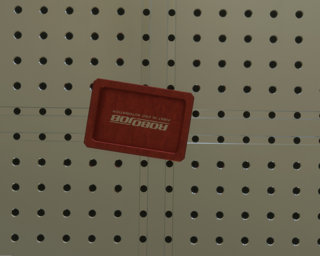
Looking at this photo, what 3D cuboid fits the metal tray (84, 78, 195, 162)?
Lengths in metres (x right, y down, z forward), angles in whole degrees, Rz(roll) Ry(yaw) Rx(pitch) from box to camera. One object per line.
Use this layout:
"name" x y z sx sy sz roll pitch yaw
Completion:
"metal tray" -0.027 -0.010 0.410 0.131 0.030 0.090 9 90 0
